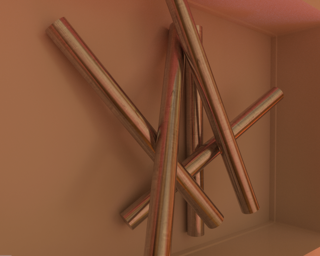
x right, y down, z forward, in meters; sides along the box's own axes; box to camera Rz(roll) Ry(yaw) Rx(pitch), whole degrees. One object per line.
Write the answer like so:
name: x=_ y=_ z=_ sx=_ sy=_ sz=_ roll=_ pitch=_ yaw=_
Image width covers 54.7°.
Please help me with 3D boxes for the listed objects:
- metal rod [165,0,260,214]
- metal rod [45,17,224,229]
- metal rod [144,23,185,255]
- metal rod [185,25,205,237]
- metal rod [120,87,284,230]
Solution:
metal rod: x=0.070 y=-0.027 z=0.402 sx=0.025 sy=0.025 sz=0.299 roll=-27 pitch=100 yaw=-37
metal rod: x=-0.018 y=0.007 z=0.358 sx=0.300 sy=0.025 sz=0.025 roll=52 pitch=59 yaw=-16
metal rod: x=0.011 y=-0.008 z=0.356 sx=0.025 sy=0.025 sz=0.299 roll=30 pitch=53 yaw=-36
metal rod: x=0.050 y=0.005 z=0.448 sx=0.025 sy=0.025 sz=0.298 roll=-1 pitch=91 yaw=-40
metal rod: x=0.071 y=0.030 z=0.430 sx=0.302 sy=0.025 sz=0.025 roll=-37 pitch=113 yaw=-22
